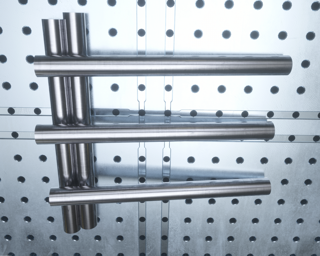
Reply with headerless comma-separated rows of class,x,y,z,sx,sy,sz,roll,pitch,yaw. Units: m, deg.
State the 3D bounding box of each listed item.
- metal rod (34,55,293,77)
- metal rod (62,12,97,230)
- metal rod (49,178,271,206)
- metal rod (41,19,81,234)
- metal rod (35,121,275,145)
metal rod,0.009,-0.074,0.371,0.302,0.025,0.025,-1,110,-7
metal rod,-0.104,0.005,0.413,0.025,0.025,0.298,1,110,-1
metal rod,0.005,0.088,0.430,0.302,0.025,0.025,-1,110,-7
metal rod,-0.129,0.012,0.415,0.025,0.025,0.298,1,110,-1
metal rod,-0.001,0.006,0.399,0.302,0.025,0.025,-1,110,-7
